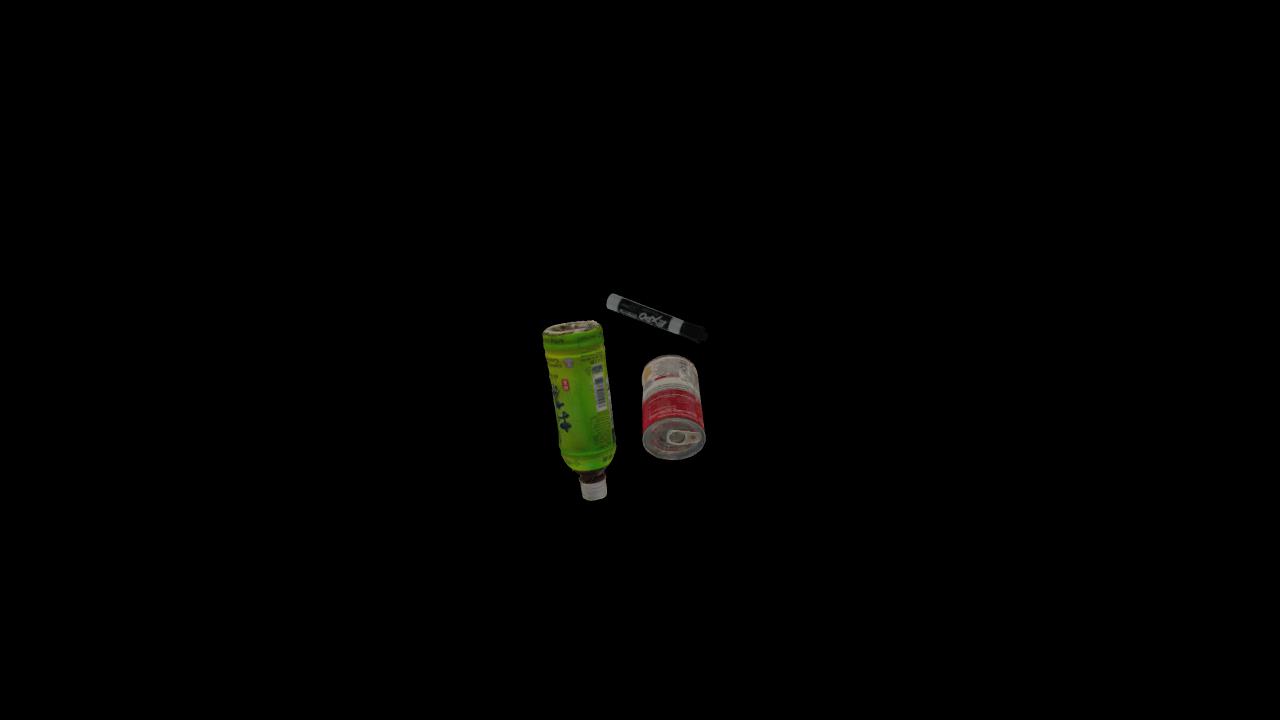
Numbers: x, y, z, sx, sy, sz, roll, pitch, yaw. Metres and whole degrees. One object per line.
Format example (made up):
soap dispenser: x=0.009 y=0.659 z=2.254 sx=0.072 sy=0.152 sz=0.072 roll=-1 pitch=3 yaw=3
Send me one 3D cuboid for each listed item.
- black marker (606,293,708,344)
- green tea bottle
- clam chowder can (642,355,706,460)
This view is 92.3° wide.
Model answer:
black marker: x=0.019 y=-0.046 z=0.675 sx=0.121 sy=0.020 sz=0.020 roll=22 pitch=8 yaw=21
green tea bottle: x=-0.065 y=0.063 z=0.722 sx=0.073 sy=0.212 sz=0.073 roll=-7 pitch=12 yaw=1
clam chowder can: x=0.035 y=0.051 z=0.685 sx=0.068 sy=0.068 sz=0.102 roll=0 pitch=43 yaw=-1
